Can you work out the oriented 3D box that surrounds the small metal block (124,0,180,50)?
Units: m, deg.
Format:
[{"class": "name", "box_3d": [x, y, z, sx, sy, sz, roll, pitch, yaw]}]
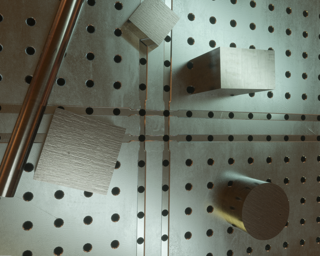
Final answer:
[{"class": "small metal block", "box_3d": [-0.011, -0.141, 0.409, 0.050, 0.025, 0.050, 39, 77, -16]}]

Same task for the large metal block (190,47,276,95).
[{"class": "large metal block", "box_3d": [0.096, -0.074, 0.420, 0.081, 0.080, 0.050, -2, 91, -20]}]

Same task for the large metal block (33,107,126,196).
[{"class": "large metal block", "box_3d": [-0.095, 0.027, 0.365, 0.081, 0.050, 0.080, 18, 84, -20]}]

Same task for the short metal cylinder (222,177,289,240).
[{"class": "short metal cylinder", "box_3d": [0.139, 0.116, 0.453, 0.081, 0.050, 0.079, 0, 90, -20]}]

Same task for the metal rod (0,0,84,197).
[{"class": "metal rod", "box_3d": [-0.132, -0.068, 0.363, 0.025, 0.025, 0.299, 20, 83, -19]}]
